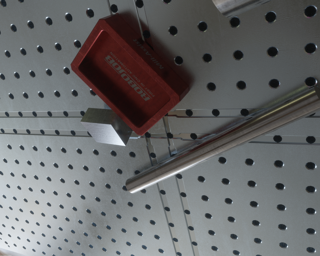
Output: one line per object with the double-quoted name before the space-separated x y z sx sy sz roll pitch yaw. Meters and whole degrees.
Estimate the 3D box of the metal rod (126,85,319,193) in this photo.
"metal rod" 0.058 0.030 0.398 0.299 0.025 0.025 -31 102 37

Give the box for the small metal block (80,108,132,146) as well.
"small metal block" -0.075 -0.001 0.436 0.050 0.025 0.050 5 145 25

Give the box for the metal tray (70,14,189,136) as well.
"metal tray" -0.040 -0.063 0.388 0.130 0.030 0.090 45 129 -4

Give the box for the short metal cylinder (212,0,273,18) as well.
"short metal cylinder" 0.068 -0.139 0.253 0.050 0.080 0.080 -15 111 34
